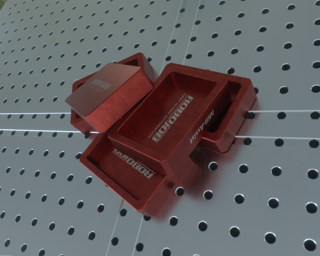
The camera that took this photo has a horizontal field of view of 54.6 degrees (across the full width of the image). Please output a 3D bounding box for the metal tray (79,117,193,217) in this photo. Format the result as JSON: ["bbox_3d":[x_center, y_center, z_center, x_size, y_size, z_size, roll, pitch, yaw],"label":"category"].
[{"bbox_3d":[-0.034,0.040,0.399,0.130,0.030,0.090,30,78,37],"label":"metal tray"}]

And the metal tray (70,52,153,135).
[{"bbox_3d":[-0.074,-0.053,0.477,0.130,0.030,0.090,-20,54,16],"label":"metal tray"}]

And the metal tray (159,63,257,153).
[{"bbox_3d":[0.044,-0.031,0.401,0.130,0.030,0.090,21,72,36],"label":"metal tray"}]

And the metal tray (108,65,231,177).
[{"bbox_3d":[0.013,-0.015,0.368,0.090,0.030,0.130,22,62,36],"label":"metal tray"}]

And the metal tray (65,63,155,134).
[{"bbox_3d":[-0.073,-0.047,0.421,0.090,0.030,0.130,-43,28,-11],"label":"metal tray"}]
